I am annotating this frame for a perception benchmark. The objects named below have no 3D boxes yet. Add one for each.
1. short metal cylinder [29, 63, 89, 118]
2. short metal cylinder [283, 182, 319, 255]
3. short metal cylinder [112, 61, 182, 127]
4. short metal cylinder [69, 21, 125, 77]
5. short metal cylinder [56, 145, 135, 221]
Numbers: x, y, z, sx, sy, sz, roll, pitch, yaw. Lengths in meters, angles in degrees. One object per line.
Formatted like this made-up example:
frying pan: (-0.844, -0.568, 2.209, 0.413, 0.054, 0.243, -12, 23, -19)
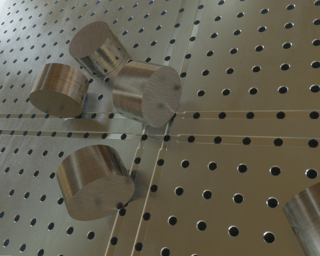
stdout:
short metal cylinder: (-0.158, -0.058, 0.491, 0.080, 0.080, 0.050, -7, 59, 25)
short metal cylinder: (0.149, 0.076, 0.248, 0.080, 0.080, 0.050, -25, 53, 12)
short metal cylinder: (-0.016, -0.046, 0.409, 0.050, 0.080, 0.080, 19, 72, 35)
short metal cylinder: (-0.107, -0.135, 0.532, 0.080, 0.050, 0.080, -13, 56, 21)
short metal cylinder: (-0.077, 0.066, 0.373, 0.080, 0.080, 0.050, -37, 51, 3)
